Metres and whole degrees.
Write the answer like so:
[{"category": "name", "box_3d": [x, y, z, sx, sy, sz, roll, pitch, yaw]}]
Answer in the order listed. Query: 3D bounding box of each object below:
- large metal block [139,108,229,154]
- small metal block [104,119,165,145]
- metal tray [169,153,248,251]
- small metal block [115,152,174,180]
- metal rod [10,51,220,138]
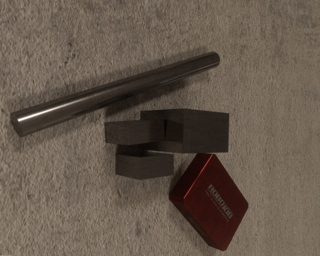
[{"category": "large metal block", "box_3d": [0.031, 0.004, 0.397, 0.081, 0.080, 0.050, 3, 88, -40]}, {"category": "small metal block", "box_3d": [-0.030, 0.004, 0.365, 0.050, 0.050, 0.025, -5, 94, -40]}, {"category": "metal tray", "box_3d": [0.079, 0.112, 0.471, 0.090, 0.030, 0.130, -52, 121, -27]}, {"category": "small metal block", "box_3d": [-0.019, 0.044, 0.375, 0.050, 0.050, 0.025, -1, 91, -40]}, {"category": "metal rod", "box_3d": [-0.027, -0.054, 0.383, 0.302, 0.025, 0.025, -25, 106, -37]}]
